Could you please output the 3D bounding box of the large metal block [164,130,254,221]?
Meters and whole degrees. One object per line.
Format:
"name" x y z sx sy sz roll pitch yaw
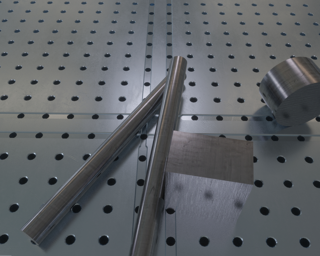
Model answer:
"large metal block" 0.049 0.052 0.328 0.080 0.080 0.050 8 51 6

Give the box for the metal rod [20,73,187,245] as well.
"metal rod" -0.051 0.014 0.395 0.025 0.025 0.301 26 55 20

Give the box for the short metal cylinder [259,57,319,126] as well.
"short metal cylinder" 0.181 -0.047 0.413 0.081 0.080 0.050 -10 51 -8

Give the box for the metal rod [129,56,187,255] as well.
"metal rod" 0.003 0.025 0.369 0.025 0.025 0.300 8 55 6
